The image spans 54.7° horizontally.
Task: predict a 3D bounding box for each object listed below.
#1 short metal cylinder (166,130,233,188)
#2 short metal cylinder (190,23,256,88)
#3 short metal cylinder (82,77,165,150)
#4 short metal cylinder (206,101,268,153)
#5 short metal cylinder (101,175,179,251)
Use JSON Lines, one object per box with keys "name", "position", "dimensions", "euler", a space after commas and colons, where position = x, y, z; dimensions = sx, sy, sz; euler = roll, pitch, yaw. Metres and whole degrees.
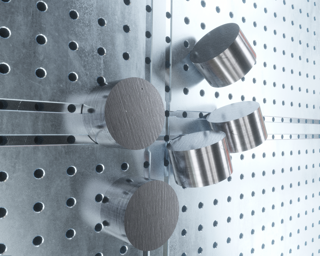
{"name": "short metal cylinder", "position": [0.054, 0.040, 0.418], "dimensions": [0.081, 0.080, 0.050], "euler": [-23, 105, -38]}
{"name": "short metal cylinder", "position": [0.091, -0.105, 0.449], "dimensions": [0.050, 0.080, 0.080], "euler": [45, 63, -31]}
{"name": "short metal cylinder", "position": [-0.041, -0.016, 0.358], "dimensions": [0.081, 0.050, 0.079], "euler": [0, 90, -40]}
{"name": "short metal cylinder", "position": [0.117, -0.003, 0.471], "dimensions": [0.081, 0.080, 0.050], "euler": [-32, 110, -35]}
{"name": "short metal cylinder", "position": [-0.023, 0.100, 0.373], "dimensions": [0.081, 0.050, 0.080], "euler": [0, 90, -40]}
